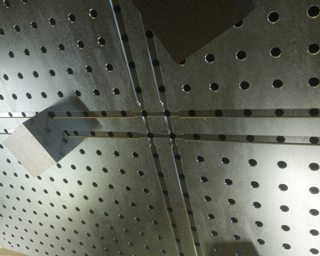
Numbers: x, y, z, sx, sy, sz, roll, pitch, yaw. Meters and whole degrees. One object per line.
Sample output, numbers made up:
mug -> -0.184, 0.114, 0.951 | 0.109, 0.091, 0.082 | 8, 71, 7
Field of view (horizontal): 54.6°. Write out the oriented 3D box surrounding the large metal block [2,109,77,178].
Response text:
large metal block -> -0.202, 0.028, 0.520 | 0.080, 0.050, 0.080 | -30, 102, 38

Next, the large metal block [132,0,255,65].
large metal block -> 0.032, -0.123, 0.303 | 0.080, 0.050, 0.080 | -29, 103, 37
